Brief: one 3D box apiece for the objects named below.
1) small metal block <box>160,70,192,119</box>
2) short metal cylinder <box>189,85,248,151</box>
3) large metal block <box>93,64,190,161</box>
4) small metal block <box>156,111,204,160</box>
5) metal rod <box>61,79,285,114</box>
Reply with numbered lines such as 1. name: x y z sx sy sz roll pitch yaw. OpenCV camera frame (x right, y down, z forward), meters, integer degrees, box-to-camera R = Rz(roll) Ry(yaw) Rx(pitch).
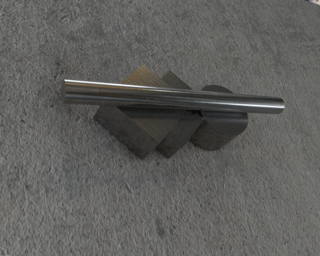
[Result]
1. small metal block: 0.015 -0.042 0.424 0.050 0.050 0.025 41 51 -1
2. short metal cylinder: 0.076 -0.014 0.437 0.081 0.050 0.080 14 56 -21
3. large metal block: -0.021 -0.021 0.388 0.080 0.050 0.080 41 51 -1
4. small metal block: 0.023 0.007 0.399 0.025 0.050 0.050 41 51 -1
5. metal rod: 0.037 -0.034 0.379 0.303 0.025 0.025 1 62 -28
